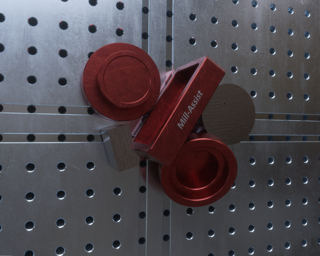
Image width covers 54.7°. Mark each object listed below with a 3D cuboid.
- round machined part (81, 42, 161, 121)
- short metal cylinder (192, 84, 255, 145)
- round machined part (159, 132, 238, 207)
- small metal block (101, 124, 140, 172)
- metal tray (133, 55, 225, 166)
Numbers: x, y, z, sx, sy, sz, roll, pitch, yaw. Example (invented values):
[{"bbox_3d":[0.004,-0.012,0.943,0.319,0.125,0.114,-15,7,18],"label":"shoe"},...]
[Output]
[{"bbox_3d":[-0.045,-0.057,0.382,0.099,0.042,0.097,0,90,-20],"label":"round machined part"},{"bbox_3d":[0.082,-0.018,0.425,0.081,0.050,0.079,0,90,-20],"label":"short metal cylinder"},{"bbox_3d":[0.047,0.050,0.405,0.099,0.042,0.097,-3,111,-8],"label":"round machined part"},{"bbox_3d":[-0.050,0.023,0.377,0.025,0.050,0.050,-16,96,-19],"label":"small metal block"},{"bbox_3d":[0.017,-0.021,0.380,0.030,0.090,0.130,35,79,-17],"label":"metal tray"}]
